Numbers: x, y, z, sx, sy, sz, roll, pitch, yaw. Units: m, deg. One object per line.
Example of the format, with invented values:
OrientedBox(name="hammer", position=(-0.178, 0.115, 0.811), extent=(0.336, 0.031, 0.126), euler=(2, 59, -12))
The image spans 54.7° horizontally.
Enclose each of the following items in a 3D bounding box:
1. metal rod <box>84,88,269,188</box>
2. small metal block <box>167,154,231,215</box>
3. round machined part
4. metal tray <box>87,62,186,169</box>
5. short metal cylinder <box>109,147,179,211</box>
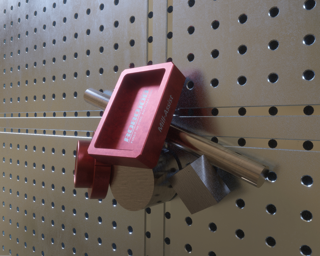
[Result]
OrientedBox(name="metal rod", position=(-0.003, -0.001, 0.407), extent=(0.300, 0.025, 0.025), euler=(25, 106, 37))
OrientedBox(name="small metal block", position=(0.043, 0.065, 0.354), extent=(0.050, 0.025, 0.050), euler=(55, 140, 7))
OrientedBox(name="round machined part", position=(-0.099, 0.052, 0.444), extent=(0.098, 0.042, 0.097), euler=(-175, 89, -73))
OrientedBox(name="metal tray", position=(-0.028, -0.017, 0.386), extent=(0.090, 0.030, 0.130), euler=(0, 61, 39))
OrientedBox(name="short metal cylinder", position=(-0.021, 0.063, 0.406), extent=(0.080, 0.050, 0.079), euler=(0, 90, 40))
